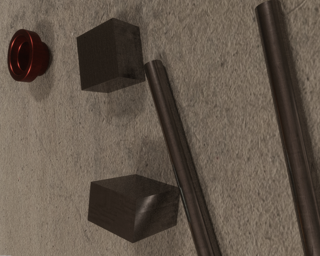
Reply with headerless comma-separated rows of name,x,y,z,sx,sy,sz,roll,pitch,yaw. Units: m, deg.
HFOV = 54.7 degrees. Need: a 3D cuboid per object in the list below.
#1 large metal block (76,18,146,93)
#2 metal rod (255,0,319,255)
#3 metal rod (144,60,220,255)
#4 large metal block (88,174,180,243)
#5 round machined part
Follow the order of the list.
large metal block,-0.071,-0.100,0.445,0.080,0.050,0.080,-11,83,39
metal rod,0.131,0.023,0.295,0.025,0.025,0.298,-14,81,39
metal rod,0.030,0.056,0.378,0.025,0.025,0.299,-25,74,37
large metal block,-0.032,0.097,0.394,0.080,0.081,0.050,10,96,39
round machined part,-0.250,-0.136,0.596,0.098,0.042,0.097,0,90,39
